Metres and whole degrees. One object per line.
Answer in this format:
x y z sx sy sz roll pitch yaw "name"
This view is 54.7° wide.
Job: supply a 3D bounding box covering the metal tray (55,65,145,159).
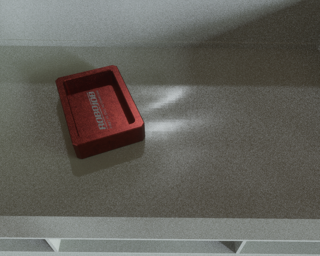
-0.084 -0.027 0.423 0.091 0.030 0.130 -17 52 -14 "metal tray"
